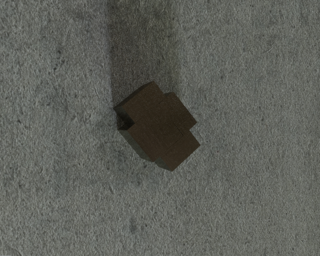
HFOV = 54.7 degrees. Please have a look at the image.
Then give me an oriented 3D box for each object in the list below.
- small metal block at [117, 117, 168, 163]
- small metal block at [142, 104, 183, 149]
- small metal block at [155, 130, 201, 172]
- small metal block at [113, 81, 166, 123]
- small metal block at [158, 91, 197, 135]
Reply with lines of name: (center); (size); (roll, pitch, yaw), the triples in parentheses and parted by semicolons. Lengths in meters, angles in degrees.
small metal block: (-0.023, 0.014, 0.389); (0.025, 0.050, 0.050); (-42, 104, -15)
small metal block: (-0.005, -0.002, 0.396); (0.025, 0.050, 0.050); (-42, 104, -15)
small metal block: (0.017, 0.028, 0.404); (0.050, 0.050, 0.025); (-41, 104, -16)
small metal block: (-0.027, -0.031, 0.387); (0.050, 0.050, 0.025); (-41, 104, -16)
small metal block: (0.014, -0.018, 0.402); (0.025, 0.050, 0.050); (-43, 104, -15)
